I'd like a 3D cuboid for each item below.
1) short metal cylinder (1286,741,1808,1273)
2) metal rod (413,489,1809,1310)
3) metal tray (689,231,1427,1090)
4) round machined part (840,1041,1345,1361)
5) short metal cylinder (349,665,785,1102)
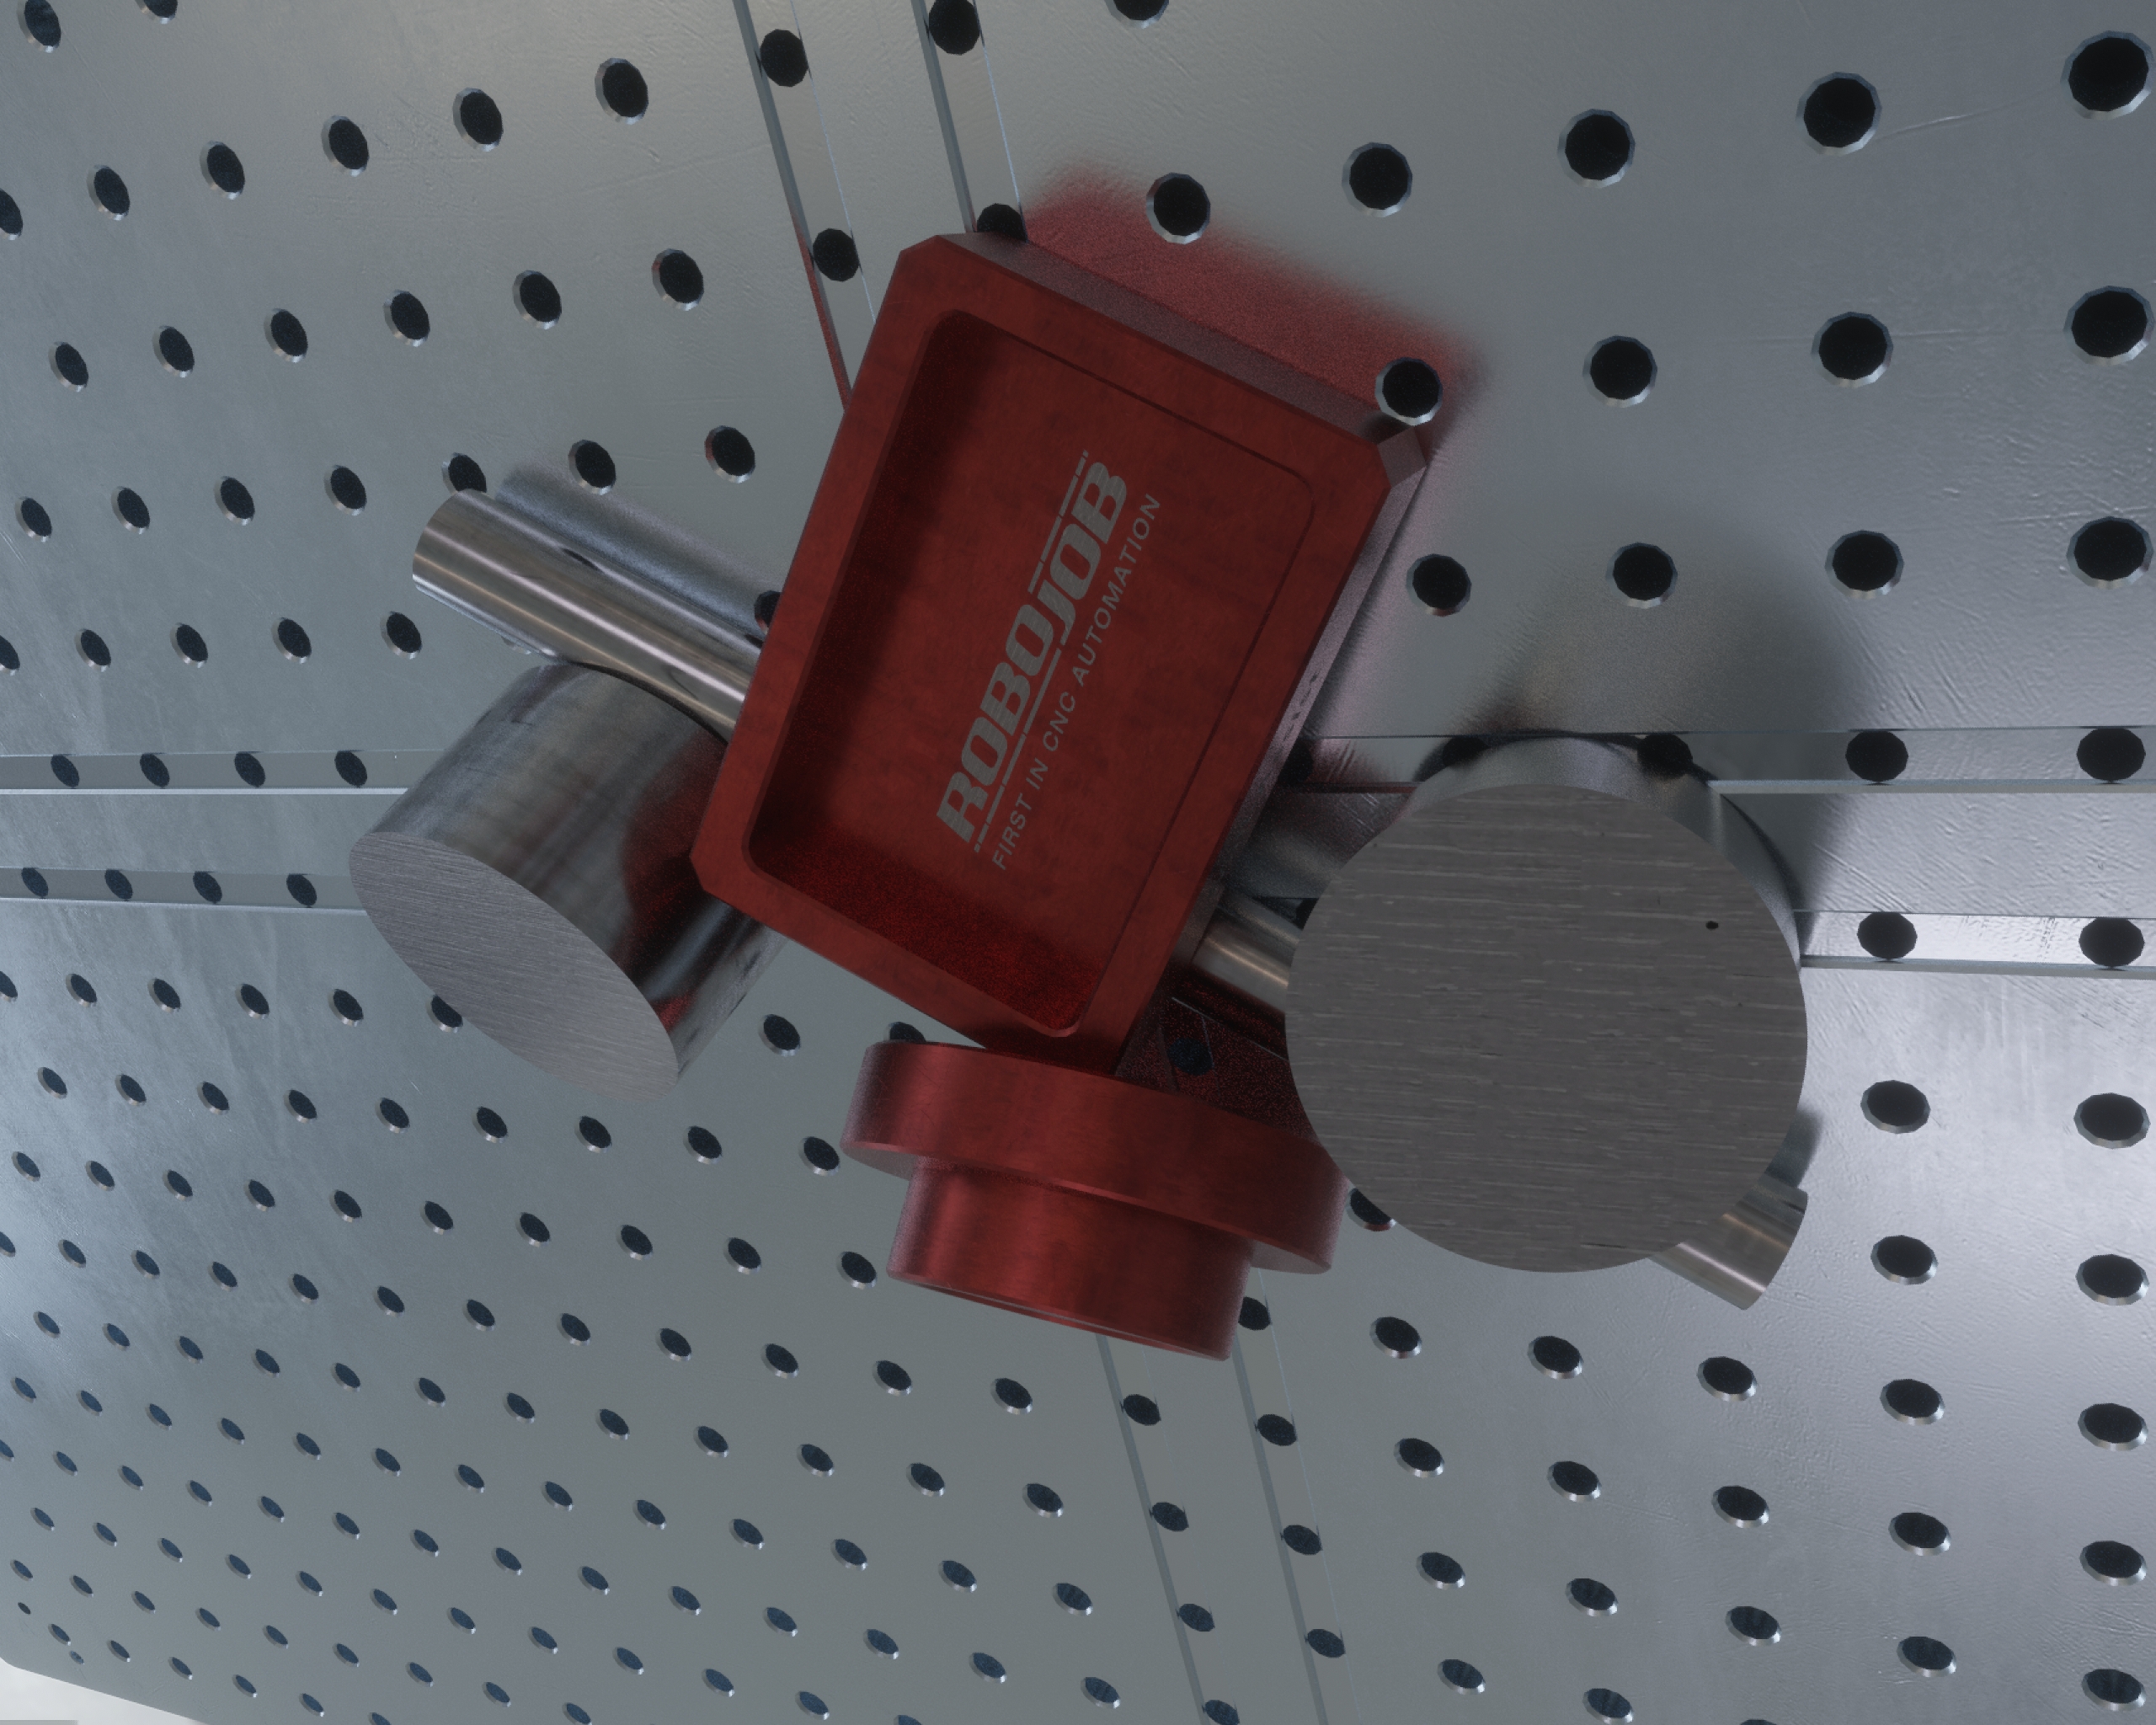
[{"bbox_3d":[0.080,0.022,0.351,0.080,0.050,0.079,4,102,16],"label":"short metal cylinder"},{"bbox_3d":[-0.001,0.002,0.413,0.301,0.025,0.025,28,128,10],"label":"metal rod"},{"bbox_3d":[-0.007,-0.034,0.372,0.090,0.030,0.129,28,115,10],"label":"metal tray"},{"bbox_3d":[0.001,0.069,0.407,0.098,0.042,0.098,13,166,4],"label":"round machined part"},{"bbox_3d":[-0.103,0.005,0.437,0.080,0.050,0.080,23,146,17],"label":"short metal cylinder"}]
